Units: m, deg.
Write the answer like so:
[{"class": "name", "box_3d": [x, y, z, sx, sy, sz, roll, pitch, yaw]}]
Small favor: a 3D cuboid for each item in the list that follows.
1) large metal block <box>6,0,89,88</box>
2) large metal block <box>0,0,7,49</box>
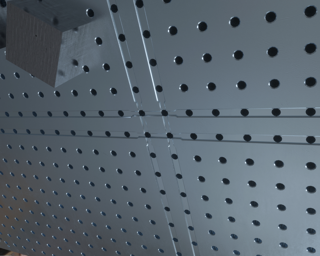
[{"class": "large metal block", "box_3d": [-0.148, -0.112, 0.401, 0.080, 0.050, 0.079, 30, 128, 8]}, {"class": "large metal block", "box_3d": [-0.260, -0.146, 0.439, 0.080, 0.050, 0.080, -5, 116, 30]}]
